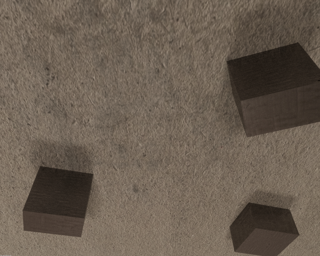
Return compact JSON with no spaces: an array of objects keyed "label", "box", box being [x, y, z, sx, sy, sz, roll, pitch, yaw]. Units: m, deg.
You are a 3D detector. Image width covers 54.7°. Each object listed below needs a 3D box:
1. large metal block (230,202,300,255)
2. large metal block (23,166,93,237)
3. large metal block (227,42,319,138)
[{"label":"large metal block","box":[0.182,0.182,0.549,0.081,0.050,0.079,12,129,-11]},{"label":"large metal block","box":[-0.149,0.109,0.462,0.081,0.080,0.050,11,129,-9]},{"label":"large metal block","box":[0.123,-0.043,0.337,0.080,0.080,0.050,-13,129,10]}]
